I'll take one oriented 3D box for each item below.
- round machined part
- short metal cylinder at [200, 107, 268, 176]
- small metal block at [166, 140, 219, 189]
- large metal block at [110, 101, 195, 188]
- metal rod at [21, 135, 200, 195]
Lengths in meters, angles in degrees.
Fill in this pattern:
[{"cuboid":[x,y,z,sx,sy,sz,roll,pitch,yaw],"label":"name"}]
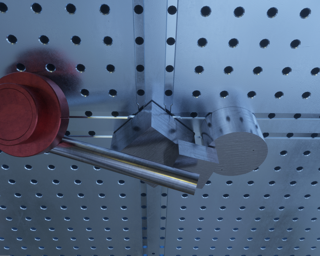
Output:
[{"cuboid":[-0.158,-0.015,0.350,0.098,0.042,0.097,0,92,10],"label":"round machined part"},{"cuboid":[0.096,0.019,0.412,0.081,0.050,0.079,0,130,0],"label":"short metal cylinder"},{"cuboid":[0.038,0.046,0.383,0.050,0.025,0.050,14,129,-13],"label":"small metal block"},{"cuboid":[-0.009,0.025,0.413,0.080,0.050,0.080,36,121,-27],"label":"large metal block"},{"cuboid":[-0.102,0.026,0.375,0.301,0.025,0.025,15,131,9],"label":"metal rod"}]
